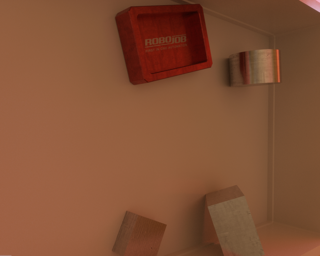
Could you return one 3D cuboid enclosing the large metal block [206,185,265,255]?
[{"bbox_3d":[0.104,0.134,0.442,0.080,0.050,0.080,5,67,-83],"label":"large metal block"}]

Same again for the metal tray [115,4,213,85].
[{"bbox_3d":[0.011,-0.114,0.414,0.131,0.030,0.089,-21,103,-38],"label":"metal tray"}]

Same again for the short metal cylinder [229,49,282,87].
[{"bbox_3d":[0.154,-0.095,0.503,0.081,0.080,0.050,-7,95,-40],"label":"short metal cylinder"}]

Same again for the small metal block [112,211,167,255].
[{"bbox_3d":[-0.025,0.137,0.388,0.050,0.025,0.050,32,70,-36],"label":"small metal block"}]
